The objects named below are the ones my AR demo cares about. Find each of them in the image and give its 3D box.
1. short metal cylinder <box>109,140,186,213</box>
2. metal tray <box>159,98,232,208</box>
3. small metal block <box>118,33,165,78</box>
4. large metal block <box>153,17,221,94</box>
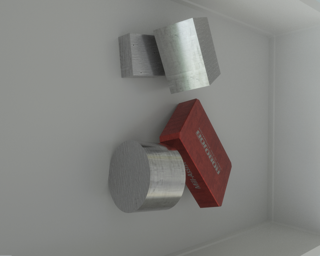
[{"bbox_3d":[-0.017,0.056,0.359,0.050,0.080,0.080,8,85,-40],"label":"short metal cylinder"},{"bbox_3d":[0.055,0.036,0.433,0.130,0.030,0.090,59,36,-24],"label":"metal tray"},{"bbox_3d":[-0.022,-0.089,0.389,0.050,0.025,0.050,-8,95,-40],"label":"small metal block"},{"bbox_3d":[0.039,-0.097,0.405,0.080,0.050,0.080,-44,121,-62],"label":"large metal block"}]
